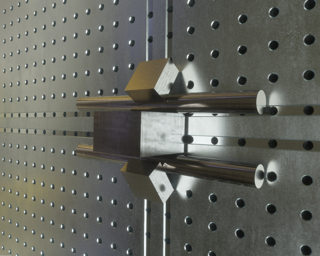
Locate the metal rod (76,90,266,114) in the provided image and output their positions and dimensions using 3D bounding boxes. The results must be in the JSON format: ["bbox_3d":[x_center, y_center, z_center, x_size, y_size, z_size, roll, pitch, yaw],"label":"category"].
[{"bbox_3d":[-0.012,-0.033,0.413,0.300,0.025,0.025,3,92,39],"label":"metal rod"}]

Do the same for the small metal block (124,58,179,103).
[{"bbox_3d":[-0.010,-0.061,0.398,0.050,0.025,0.050,2,57,39],"label":"small metal block"}]

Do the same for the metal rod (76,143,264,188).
[{"bbox_3d":[-0.013,0.044,0.415,0.300,0.025,0.025,3,92,39],"label":"metal rod"}]

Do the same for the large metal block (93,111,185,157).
[{"bbox_3d":[-0.026,0.005,0.389,0.080,0.081,0.050,3,92,40],"label":"large metal block"}]

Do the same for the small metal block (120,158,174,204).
[{"bbox_3d":[-0.017,0.068,0.403,0.050,0.025,0.050,4,130,39],"label":"small metal block"}]
